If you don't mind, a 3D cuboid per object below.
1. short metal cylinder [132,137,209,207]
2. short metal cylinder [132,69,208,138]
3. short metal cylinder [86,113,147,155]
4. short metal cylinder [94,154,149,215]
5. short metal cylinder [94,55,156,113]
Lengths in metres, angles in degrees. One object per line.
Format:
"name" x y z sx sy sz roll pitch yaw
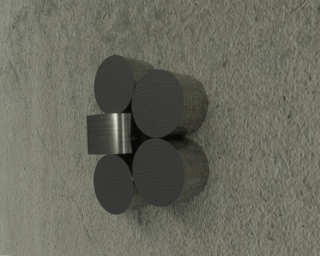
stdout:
"short metal cylinder" 0.012 0.051 0.379 0.080 0.050 0.080 1 91 41
"short metal cylinder" 0.011 -0.029 0.380 0.080 0.050 0.080 1 91 40
"short metal cylinder" -0.058 0.008 0.419 0.080 0.081 0.050 -4 88 40
"short metal cylinder" -0.047 0.074 0.429 0.080 0.050 0.080 0 91 41
"short metal cylinder" -0.046 -0.057 0.428 0.080 0.050 0.080 0 91 41
